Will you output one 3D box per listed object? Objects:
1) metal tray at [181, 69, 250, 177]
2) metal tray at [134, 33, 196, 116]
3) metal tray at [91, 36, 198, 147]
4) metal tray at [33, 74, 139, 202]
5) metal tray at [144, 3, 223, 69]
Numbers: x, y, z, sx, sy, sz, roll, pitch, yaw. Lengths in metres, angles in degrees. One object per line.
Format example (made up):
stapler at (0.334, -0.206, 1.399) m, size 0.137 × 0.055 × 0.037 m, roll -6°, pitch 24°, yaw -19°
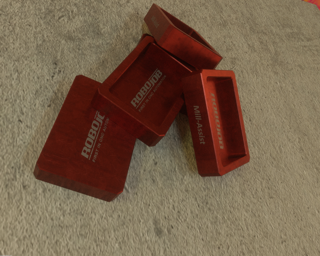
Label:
metal tray at (0.076, -0.010, 0.407) m, size 0.091 × 0.030 × 0.129 m, roll -11°, pitch 91°, yaw -50°
metal tray at (0.019, -0.075, 0.460) m, size 0.131 × 0.030 × 0.090 m, roll 24°, pitch 53°, yaw -14°
metal tray at (-0.012, -0.051, 0.389) m, size 0.090 × 0.030 × 0.130 m, roll 36°, pitch 51°, yaw -5°
metal tray at (-0.075, 0.009, 0.356) m, size 0.091 × 0.030 × 0.130 m, roll 22°, pitch 53°, yaw -15°
metal tray at (0.030, -0.134, 0.458) m, size 0.090 × 0.030 × 0.130 m, roll 24°, pitch 25°, yaw -26°
